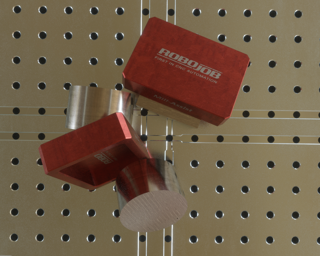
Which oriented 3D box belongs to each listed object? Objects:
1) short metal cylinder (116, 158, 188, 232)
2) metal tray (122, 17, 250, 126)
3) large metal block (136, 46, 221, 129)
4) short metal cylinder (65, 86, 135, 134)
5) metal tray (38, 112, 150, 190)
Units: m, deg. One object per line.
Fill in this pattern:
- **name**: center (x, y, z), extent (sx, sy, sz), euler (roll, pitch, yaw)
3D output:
- **short metal cylinder**: center (-0.012, 0.083, 0.381), extent (0.081, 0.050, 0.079), euler (-8, 131, -9)
- **metal tray**: center (0.031, -0.068, 0.372), extent (0.131, 0.030, 0.090), euler (22, 72, 0)
- **large metal block**: center (0.023, -0.051, 0.401), extent (0.080, 0.050, 0.080), euler (21, 90, 0)
- **short metal cylinder**: center (-0.074, -0.021, 0.385), extent (0.080, 0.080, 0.050), euler (7, 90, 0)
- **metal tray**: center (-0.065, 0.033, 0.359), extent (0.090, 0.130, 0.030), euler (-24, 70, 0)
